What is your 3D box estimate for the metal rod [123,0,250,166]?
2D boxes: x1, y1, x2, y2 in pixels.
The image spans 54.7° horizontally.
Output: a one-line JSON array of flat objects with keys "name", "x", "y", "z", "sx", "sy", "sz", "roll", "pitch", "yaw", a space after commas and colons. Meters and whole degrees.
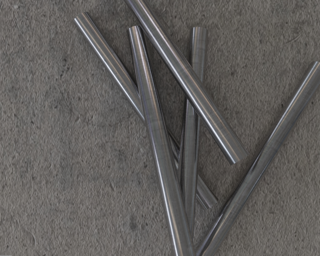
[{"name": "metal rod", "x": 0.015, "y": -0.089, "z": 0.382, "sx": 0.025, "sy": 0.025, "sz": 0.299, "roll": -32, "pitch": 79, "yaw": 0}]

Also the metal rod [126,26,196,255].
[{"name": "metal rod", "x": -0.001, "y": 0.013, "z": 0.374, "sx": 0.025, "sy": 0.025, "sz": 0.299, "roll": -12, "pitch": 76, "yaw": 0}]

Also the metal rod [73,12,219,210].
[{"name": "metal rod", "x": -0.018, "y": -0.022, "z": 0.409, "sx": 0.025, "sy": 0.025, "sz": 0.299, "roll": -35, "pitch": 90, "yaw": 0}]

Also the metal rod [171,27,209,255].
[{"name": "metal rod", "x": 0.038, "y": 0.019, "z": 0.388, "sx": 0.025, "sy": 0.025, "sz": 0.299, "roll": 5, "pitch": 82, "yaw": 0}]

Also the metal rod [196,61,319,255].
[{"name": "metal rod", "x": 0.134, "y": 0.045, "z": 0.410, "sx": 0.025, "sy": 0.025, "sz": 0.299, "roll": 32, "pitch": 90, "yaw": 0}]
